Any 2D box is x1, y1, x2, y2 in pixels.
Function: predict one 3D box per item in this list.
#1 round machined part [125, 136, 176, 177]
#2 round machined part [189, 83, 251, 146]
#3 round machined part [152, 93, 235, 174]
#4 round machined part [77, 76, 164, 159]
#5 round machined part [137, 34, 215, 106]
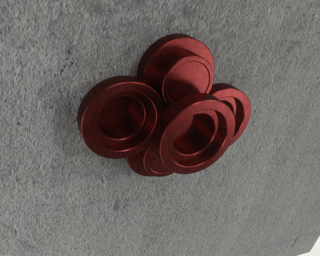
[{"bbox_3d":[0.002,0.026,0.416,0.099,0.042,0.097,-14,125,-21],"label":"round machined part"},{"bbox_3d":[0.073,-0.017,0.428,0.099,0.042,0.097,-14,125,-21],"label":"round machined part"},{"bbox_3d":[0.036,0.003,0.365,0.099,0.042,0.097,-14,125,-21],"label":"round machined part"},{"bbox_3d":[-0.048,-0.016,0.363,0.099,0.042,0.097,-14,125,-21],"label":"round machined part"},{"bbox_3d":[0.025,-0.060,0.375,0.099,0.042,0.097,-14,125,-21],"label":"round machined part"}]
